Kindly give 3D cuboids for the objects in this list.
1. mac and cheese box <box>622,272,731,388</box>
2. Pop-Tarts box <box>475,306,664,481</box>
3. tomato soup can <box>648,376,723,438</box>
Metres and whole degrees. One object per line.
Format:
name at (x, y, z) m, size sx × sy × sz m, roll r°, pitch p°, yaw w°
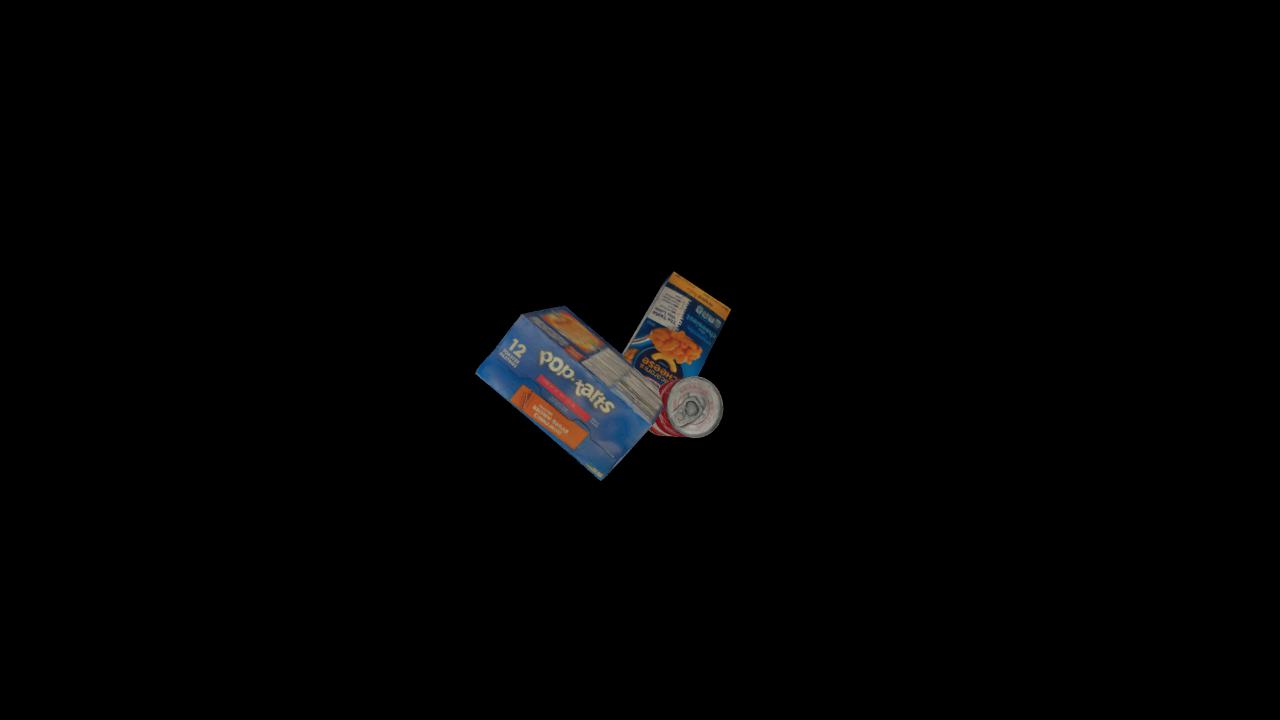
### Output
mac and cheese box at (0.035, -0.014, 0.750) m, size 0.093 × 0.184 × 0.041 m, roll 33°, pitch -30°, yaw -8°
Pop-Tarts box at (-0.064, 0.028, 0.659) m, size 0.167 × 0.083 × 0.141 m, roll 40°, pitch 13°, yaw 2°
tomato soup can at (0.044, 0.055, 0.710) m, size 0.068 × 0.068 × 0.101 m, roll 0°, pitch -5°, yaw -19°
